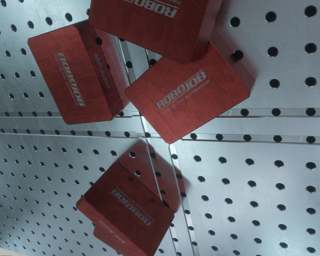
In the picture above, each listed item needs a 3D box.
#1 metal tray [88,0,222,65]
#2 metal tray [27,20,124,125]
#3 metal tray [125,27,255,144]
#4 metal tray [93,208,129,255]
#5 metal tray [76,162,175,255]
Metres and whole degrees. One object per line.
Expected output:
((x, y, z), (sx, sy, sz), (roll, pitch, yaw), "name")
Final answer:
((-0.007, -0.128, 0.308), (0.130, 0.030, 0.089), (28, 118, 22), "metal tray")
((-0.114, -0.070, 0.422), (0.090, 0.030, 0.129), (-5, 116, 30), "metal tray")
((0.030, -0.046, 0.363), (0.130, 0.030, 0.090), (-34, 100, 38), "metal tray")
((-0.063, 0.169, 0.536), (0.090, 0.030, 0.129), (30, 133, 9), "metal tray")
((-0.049, 0.125, 0.470), (0.130, 0.090, 0.030), (42, 129, -2), "metal tray")
